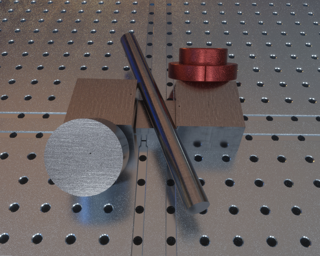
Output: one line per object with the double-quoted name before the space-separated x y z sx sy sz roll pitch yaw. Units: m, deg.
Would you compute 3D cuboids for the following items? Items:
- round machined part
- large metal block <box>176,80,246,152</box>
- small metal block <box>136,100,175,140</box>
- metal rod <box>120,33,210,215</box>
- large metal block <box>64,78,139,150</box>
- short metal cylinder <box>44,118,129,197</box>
"round machined part" 0.061 -0.093 0.443 0.099 0.042 0.098 1 15 0
"large metal block" 0.061 -0.017 0.406 0.081 0.050 0.080 1 50 0
"small metal block" -0.005 -0.011 0.417 0.050 0.025 0.050 1 50 0
"metal rod" -0.006 -0.030 0.399 0.025 0.025 0.300 -13 51 -11
"large metal block" -0.072 -0.019 0.408 0.080 0.050 0.080 2 50 1
"short metal cylinder" -0.077 0.029 0.339 0.080 0.050 0.079 0 93 1
